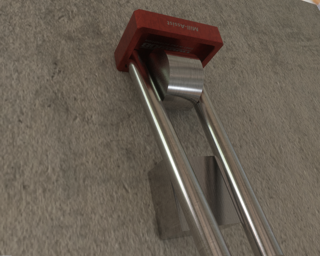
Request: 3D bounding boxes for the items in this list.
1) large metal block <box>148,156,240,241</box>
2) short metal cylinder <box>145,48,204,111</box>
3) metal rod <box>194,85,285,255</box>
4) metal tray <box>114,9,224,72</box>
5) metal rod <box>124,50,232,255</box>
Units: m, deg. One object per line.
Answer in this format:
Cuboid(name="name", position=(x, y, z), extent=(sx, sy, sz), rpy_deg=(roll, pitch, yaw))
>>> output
Cuboid(name="large metal block", position=(0.039, 0.080, 0.361), extent=(0.081, 0.050, 0.080), rpy_deg=(2, 61, -28))
Cuboid(name="short metal cylinder", position=(0.015, -0.064, 0.419), extent=(0.050, 0.080, 0.080), rpy_deg=(2, 61, -28))
Cuboid(name="metal rod", position=(0.070, 0.011, 0.378), extent=(0.025, 0.025, 0.300), rpy_deg=(8, 43, -24))
Cuboid(name="metal tray", position=(0.011, -0.112, 0.439), extent=(0.131, 0.090, 0.030), rpy_deg=(2, 61, -28))
Cuboid(name="metal rod", position=(0.007, 0.009, 0.346), extent=(0.025, 0.025, 0.300), rpy_deg=(2, 46, -28))
